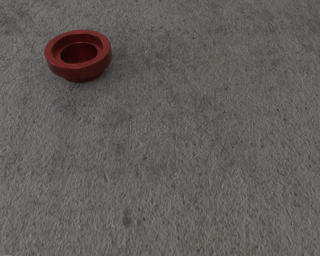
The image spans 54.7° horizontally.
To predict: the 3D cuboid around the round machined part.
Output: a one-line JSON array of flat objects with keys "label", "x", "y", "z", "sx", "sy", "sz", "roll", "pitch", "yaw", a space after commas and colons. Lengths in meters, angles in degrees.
[{"label": "round machined part", "x": -0.124, "y": -0.108, "z": 0.482, "sx": 0.099, "sy": 0.042, "sz": 0.098, "roll": 0, "pitch": 50, "yaw": 0}]
